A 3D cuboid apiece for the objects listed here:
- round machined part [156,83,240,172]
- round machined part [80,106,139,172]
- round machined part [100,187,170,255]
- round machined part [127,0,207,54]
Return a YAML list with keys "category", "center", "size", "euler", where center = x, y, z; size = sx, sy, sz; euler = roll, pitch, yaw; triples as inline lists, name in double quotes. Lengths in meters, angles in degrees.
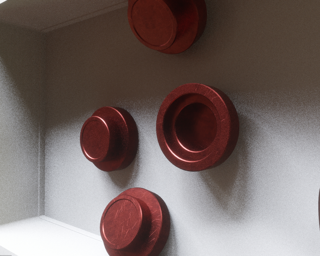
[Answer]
- category: "round machined part"
  center: [0.046, -0.001, 0.356]
  size: [0.098, 0.042, 0.097]
  euler: [0, 90, 39]
- category: "round machined part"
  center: [-0.082, 0.016, 0.461]
  size: [0.098, 0.042, 0.097]
  euler: [0, 90, 39]
- category: "round machined part"
  center: [-0.039, 0.125, 0.403]
  size: [0.098, 0.042, 0.098]
  euler: [-17, 57, 29]
- category: "round machined part"
  center: [0.001, -0.131, 0.362]
  size: [0.098, 0.042, 0.097]
  euler: [24, 140, 23]
